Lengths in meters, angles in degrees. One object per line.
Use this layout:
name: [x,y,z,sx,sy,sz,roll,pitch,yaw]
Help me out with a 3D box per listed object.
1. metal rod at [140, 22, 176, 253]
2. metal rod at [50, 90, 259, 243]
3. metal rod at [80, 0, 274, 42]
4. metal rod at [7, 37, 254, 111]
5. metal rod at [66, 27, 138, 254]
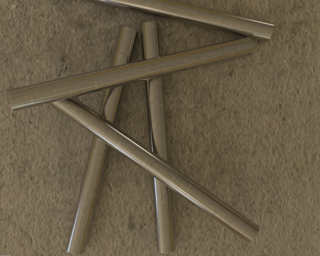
metal rod: [-0.003,0.012,0.409,0.025,0.025,0.298,-4,90,-1]
metal rod: [-0.008,0.045,0.383,0.301,0.025,0.025,35,90,-1]
metal rod: [-0.001,-0.159,0.409,0.302,0.025,0.025,12,90,-1]
metal rod: [-0.024,-0.070,0.379,0.302,0.025,0.025,-15,90,-13]
metal rod: [-0.076,0.016,0.408,0.025,0.025,0.298,14,90,-1]
